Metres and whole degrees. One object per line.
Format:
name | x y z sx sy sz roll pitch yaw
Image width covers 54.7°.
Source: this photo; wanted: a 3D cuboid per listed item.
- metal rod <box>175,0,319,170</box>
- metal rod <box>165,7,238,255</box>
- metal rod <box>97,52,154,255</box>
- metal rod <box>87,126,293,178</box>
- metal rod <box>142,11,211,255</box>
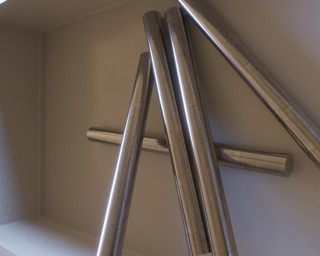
metal rod | 0.097 -0.058 0.325 0.025 0.025 0.299 -47 62 29
metal rod | 0.042 -0.005 0.343 0.025 0.025 0.299 -24 67 37
metal rod | -0.037 0.040 0.360 0.025 0.025 0.299 -11 60 39
metal rod | 0.010 0.023 0.396 0.300 0.025 0.025 6 94 39
metal rod | 0.015 -0.010 0.365 0.025 0.025 0.299 -26 65 36
